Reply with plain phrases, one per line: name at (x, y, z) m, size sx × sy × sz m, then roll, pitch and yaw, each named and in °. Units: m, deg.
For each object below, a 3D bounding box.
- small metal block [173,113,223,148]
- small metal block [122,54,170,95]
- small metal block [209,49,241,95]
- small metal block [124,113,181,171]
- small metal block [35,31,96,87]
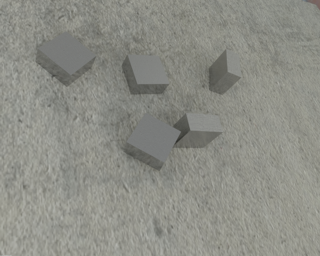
small metal block at (0.046, 0.005, 0.412) m, size 0.050 × 0.050 × 0.025 m, roll 3°, pitch 61°, yaw -28°
small metal block at (-0.021, -0.076, 0.440) m, size 0.050 × 0.025 × 0.050 m, roll -5°, pitch 65°, yaw -31°
small metal block at (0.104, -0.090, 0.501) m, size 0.025 × 0.050 × 0.050 m, roll 18°, pitch 55°, yaw -19°
small metal block at (-0.009, 0.017, 0.382) m, size 0.050 × 0.025 × 0.050 m, roll 28°, pitch 55°, yaw 3°
small metal block at (-0.119, -0.088, 0.394) m, size 0.050 × 0.025 × 0.050 m, roll 39°, pitch 51°, yaw -2°
